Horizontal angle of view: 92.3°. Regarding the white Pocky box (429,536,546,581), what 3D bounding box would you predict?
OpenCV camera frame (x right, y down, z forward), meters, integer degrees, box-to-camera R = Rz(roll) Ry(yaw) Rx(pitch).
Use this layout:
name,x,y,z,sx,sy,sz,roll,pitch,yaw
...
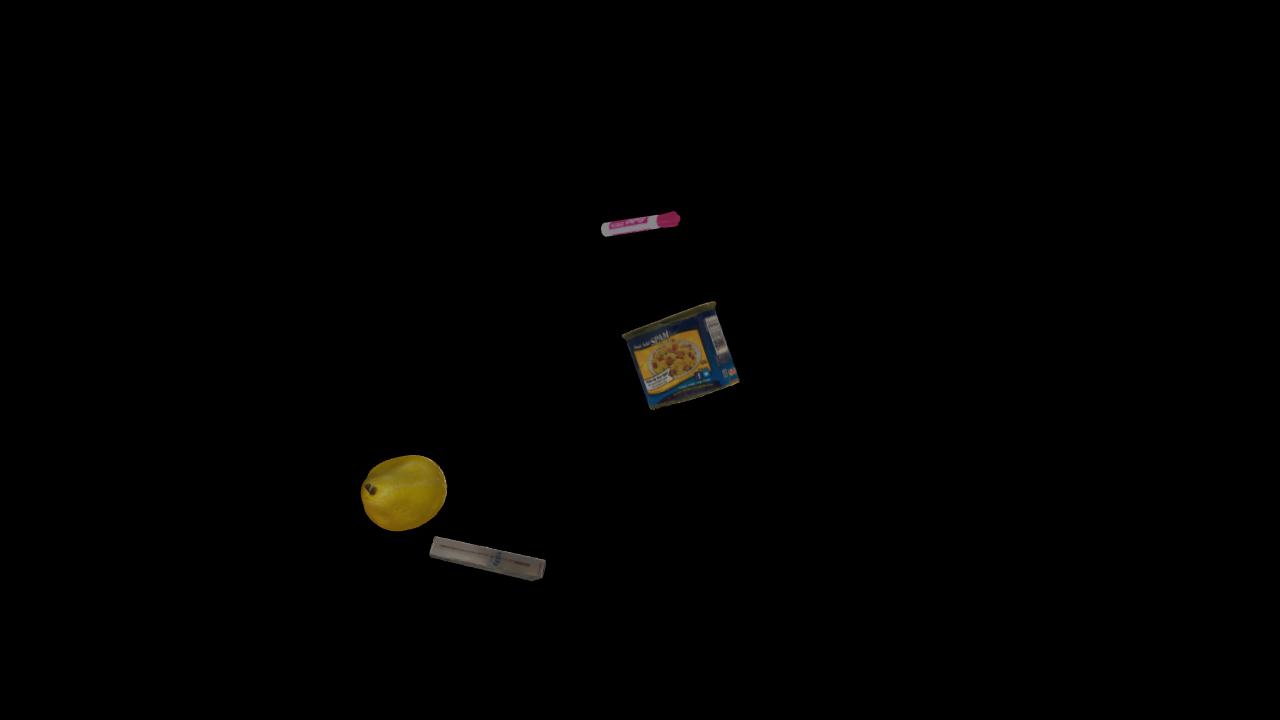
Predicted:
name,x,y,z,sx,sy,sz,roll,pitch,yaw
white Pocky box,-0.214,0.279,0.859,0.154,0.028,0.084,17,-25,-12

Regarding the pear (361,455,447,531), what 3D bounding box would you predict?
name,x,y,z,sx,sy,sz,roll,pitch,yaw
pear,-0.239,0.129,0.590,0.080,0.080,0.111,0,-7,15

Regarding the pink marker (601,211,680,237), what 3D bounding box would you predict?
name,x,y,z,sx,sy,sz,roll,pitch,yaw
pink marker,0.000,-0.175,0.792,0.121,0.020,0.020,1,1,39

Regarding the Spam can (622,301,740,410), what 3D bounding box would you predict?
name,x,y,z,sx,sy,sz,roll,pitch,yaw
Spam can,0.042,-0.003,0.627,0.101,0.085,0.058,-19,0,35
